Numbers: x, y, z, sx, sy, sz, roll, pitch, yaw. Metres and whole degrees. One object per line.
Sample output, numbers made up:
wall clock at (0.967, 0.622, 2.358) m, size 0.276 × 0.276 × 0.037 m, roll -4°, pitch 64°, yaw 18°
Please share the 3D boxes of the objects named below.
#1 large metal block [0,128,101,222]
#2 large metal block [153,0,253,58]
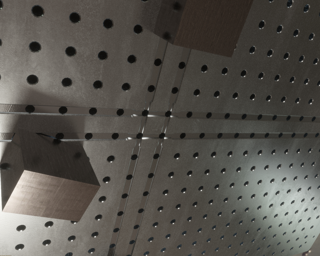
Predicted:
large metal block at (-0.123, 0.051, 0.341) m, size 0.080 × 0.080 × 0.050 m, roll 22°, pitch 107°, yaw -37°
large metal block at (0.049, -0.130, 0.343) m, size 0.081 × 0.050 × 0.079 m, roll 3°, pitch 117°, yaw -31°
